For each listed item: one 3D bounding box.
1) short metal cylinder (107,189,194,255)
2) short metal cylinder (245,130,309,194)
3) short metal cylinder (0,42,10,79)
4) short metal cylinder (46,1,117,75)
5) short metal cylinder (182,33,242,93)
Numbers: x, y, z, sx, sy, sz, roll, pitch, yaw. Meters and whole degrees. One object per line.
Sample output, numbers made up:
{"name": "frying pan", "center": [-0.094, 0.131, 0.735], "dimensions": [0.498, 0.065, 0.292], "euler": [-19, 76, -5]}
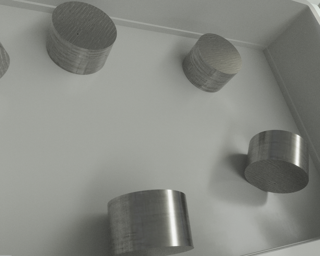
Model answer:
{"name": "short metal cylinder", "center": [-0.010, 0.097, 0.305], "dimensions": [0.081, 0.080, 0.050], "euler": [7, 59, -25]}
{"name": "short metal cylinder", "center": [0.162, 0.048, 0.428], "dimensions": [0.080, 0.080, 0.050], "euler": [29, 52, -10]}
{"name": "short metal cylinder", "center": [-0.202, -0.075, 0.308], "dimensions": [0.081, 0.080, 0.050], "euler": [-27, 77, -37]}
{"name": "short metal cylinder", "center": [-0.103, -0.117, 0.405], "dimensions": [0.081, 0.050, 0.080], "euler": [14, 56, -21]}
{"name": "short metal cylinder", "center": [0.083, -0.104, 0.498], "dimensions": [0.081, 0.050, 0.080], "euler": [14, 56, -21]}
